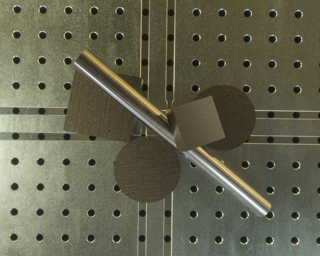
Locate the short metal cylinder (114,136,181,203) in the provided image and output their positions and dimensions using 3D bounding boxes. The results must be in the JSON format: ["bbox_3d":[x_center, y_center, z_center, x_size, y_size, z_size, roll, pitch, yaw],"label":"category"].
[{"bbox_3d":[-0.015,0.050,0.397,0.081,0.050,0.079,0,90,0],"label":"short metal cylinder"}]

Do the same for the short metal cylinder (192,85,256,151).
[{"bbox_3d":[0.075,-0.013,0.398,0.081,0.050,0.079,0,90,0],"label":"short metal cylinder"}]

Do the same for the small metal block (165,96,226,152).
[{"bbox_3d":[0.040,-0.004,0.353,0.050,0.025,0.050,-18,90,-18],"label":"small metal block"}]

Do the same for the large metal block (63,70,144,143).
[{"bbox_3d":[-0.068,-0.029,0.395,0.080,0.050,0.080,11,90,0],"label":"large metal block"}]

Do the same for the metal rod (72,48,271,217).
[{"bbox_3d":[0.025,0.015,0.375,0.301,0.025,0.025,39,90,-14],"label":"metal rod"}]
